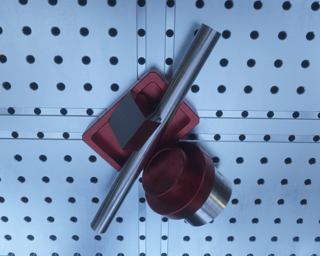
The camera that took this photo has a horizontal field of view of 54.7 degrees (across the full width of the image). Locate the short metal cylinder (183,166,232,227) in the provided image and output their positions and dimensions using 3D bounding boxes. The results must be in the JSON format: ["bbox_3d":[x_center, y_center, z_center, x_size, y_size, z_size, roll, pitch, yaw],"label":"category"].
[{"bbox_3d":[0.048,0.083,0.414,0.080,0.080,0.050,-41,105,13],"label":"short metal cylinder"}]

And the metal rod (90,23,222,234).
[{"bbox_3d":[-0.014,0.014,0.386,0.025,0.025,0.298,27,108,-10],"label":"metal rod"}]

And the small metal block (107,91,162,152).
[{"bbox_3d":[-0.032,-0.008,0.373,0.025,0.050,0.050,11,127,-45],"label":"small metal block"}]

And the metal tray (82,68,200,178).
[{"bbox_3d":[-0.025,-0.003,0.408,0.130,0.030,0.090,-41,106,13],"label":"metal tray"}]

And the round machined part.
[{"bbox_3d":[0.016,0.060,0.386,0.098,0.098,0.042,-44,127,14],"label":"round machined part"}]
